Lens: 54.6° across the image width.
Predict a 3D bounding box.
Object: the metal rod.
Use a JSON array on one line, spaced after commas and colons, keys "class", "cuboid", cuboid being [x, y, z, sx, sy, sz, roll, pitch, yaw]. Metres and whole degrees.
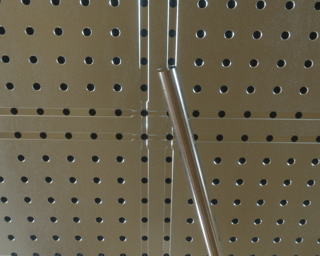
[{"class": "metal rod", "cuboid": [0.048, 0.062, 0.436, 0.025, 0.025, 0.299, -14, 110, 5]}]
